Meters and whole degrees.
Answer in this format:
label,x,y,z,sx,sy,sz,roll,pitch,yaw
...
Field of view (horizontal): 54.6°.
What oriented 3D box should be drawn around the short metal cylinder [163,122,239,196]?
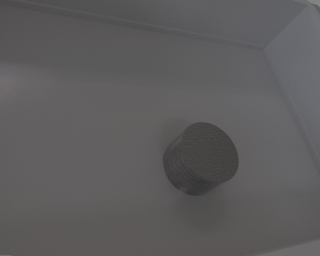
label,x,y,z,sx,sy,sz,roll,pitch,yaw
short metal cylinder,0.051,0.039,0.392,0.081,0.050,0.080,13,56,-21
